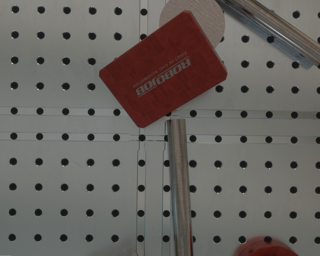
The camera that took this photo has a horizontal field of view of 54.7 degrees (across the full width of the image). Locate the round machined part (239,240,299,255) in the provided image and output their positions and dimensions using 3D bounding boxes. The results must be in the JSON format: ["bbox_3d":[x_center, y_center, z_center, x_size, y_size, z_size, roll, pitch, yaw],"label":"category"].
[{"bbox_3d":[0.149,0.204,0.407,0.099,0.042,0.097,0,90,-1],"label":"round machined part"}]

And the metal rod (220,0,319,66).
[{"bbox_3d":[0.094,-0.178,0.414,0.301,0.025,0.025,34,90,-1],"label":"metal rod"}]

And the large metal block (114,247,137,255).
[{"bbox_3d":[-0.057,0.216,0.400,0.080,0.050,0.080,-24,90,-1],"label":"large metal block"}]

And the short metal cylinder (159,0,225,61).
[{"bbox_3d":[0.039,-0.127,0.401,0.081,0.050,0.079,0,90,-1],"label":"short metal cylinder"}]

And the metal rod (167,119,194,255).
[{"bbox_3d":[0.031,0.137,0.413,0.025,0.025,0.298,-4,90,-1],"label":"metal rod"}]

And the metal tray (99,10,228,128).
[{"bbox_3d":[0.004,-0.068,0.378,0.130,0.030,0.090,-30,107,20],"label":"metal tray"}]
